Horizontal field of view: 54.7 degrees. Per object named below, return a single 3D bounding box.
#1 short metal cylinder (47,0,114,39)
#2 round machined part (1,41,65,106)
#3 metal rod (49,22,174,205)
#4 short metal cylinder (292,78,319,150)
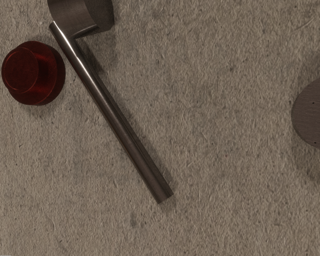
[{"bbox_3d":[-0.104,-0.165,0.415,0.050,0.080,0.080,-8,88,19],"label":"short metal cylinder"},{"bbox_3d":[-0.197,-0.083,0.468,0.098,0.042,0.097,0,90,19],"label":"round machined part"},{"bbox_3d":[-0.073,-0.030,0.433,0.025,0.025,0.299,-36,79,16],"label":"metal rod"},{"bbox_3d":[0.185,-0.015,0.331,0.080,0.050,0.079,0,90,19],"label":"short metal cylinder"}]
